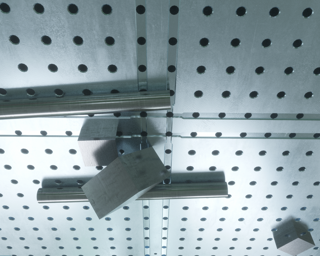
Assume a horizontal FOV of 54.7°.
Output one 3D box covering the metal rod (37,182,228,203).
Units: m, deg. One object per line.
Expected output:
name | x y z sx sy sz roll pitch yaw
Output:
metal rod | -0.044 0.104 0.499 0.302 0.025 0.025 -2 130 1

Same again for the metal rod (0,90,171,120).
metal rod | -0.138 -0.026 0.387 0.302 0.025 0.025 -3 130 2

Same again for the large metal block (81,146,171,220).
large metal block | -0.046 0.074 0.430 0.080 0.080 0.050 -39 77 28

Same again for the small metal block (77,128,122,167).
small metal block | -0.083 0.027 0.434 0.050 0.025 0.050 -2 130 1

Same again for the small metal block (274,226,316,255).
small metal block | 0.261 0.220 0.602 0.050 0.025 0.050 28 125 -22
